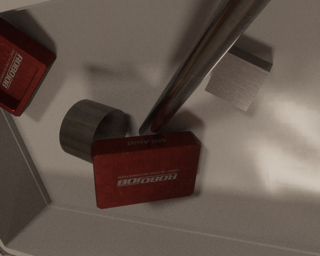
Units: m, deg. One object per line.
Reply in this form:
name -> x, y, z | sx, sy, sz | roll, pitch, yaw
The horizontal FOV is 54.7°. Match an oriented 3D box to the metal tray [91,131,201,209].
metal tray -> -0.018, 0.054, 0.399 | 0.131, 0.030, 0.089 | -5, 124, -14

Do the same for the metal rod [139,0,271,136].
metal rod -> 0.025, -0.045, 0.288 | 0.025, 0.025, 0.299 | 40, 154, 0

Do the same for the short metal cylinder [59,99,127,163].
short metal cylinder -> -0.088, 0.006, 0.419 | 0.050, 0.080, 0.079 | 19, 126, 22

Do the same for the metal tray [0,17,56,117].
metal tray -> -0.220, -0.083, 0.451 | 0.090, 0.030, 0.129 | 35, 131, -17

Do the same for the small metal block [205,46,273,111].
small metal block -> 0.083, -0.054, 0.331 | 0.050, 0.025, 0.050 | 29, 128, 9
